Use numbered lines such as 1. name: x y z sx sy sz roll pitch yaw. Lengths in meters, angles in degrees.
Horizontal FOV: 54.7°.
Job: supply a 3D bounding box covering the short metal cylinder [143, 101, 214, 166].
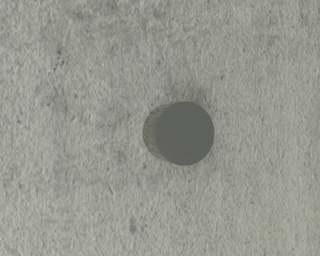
1. short metal cylinder: 0.023 0.007 0.405 0.081 0.050 0.079 0 90 -21
